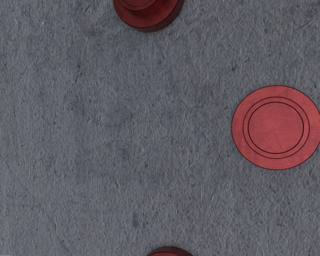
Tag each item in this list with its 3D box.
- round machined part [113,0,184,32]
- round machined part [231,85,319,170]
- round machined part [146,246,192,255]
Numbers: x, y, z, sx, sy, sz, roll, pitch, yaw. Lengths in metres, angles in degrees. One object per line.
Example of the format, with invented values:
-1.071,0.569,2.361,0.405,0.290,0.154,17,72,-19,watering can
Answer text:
-0.019,-0.180,0.407,0.098,0.042,0.097,0,90,20,round machined part
0.131,0.000,0.353,0.098,0.042,0.097,0,90,20,round machined part
0.010,0.208,0.396,0.098,0.042,0.097,0,90,20,round machined part
